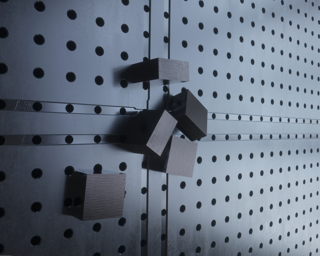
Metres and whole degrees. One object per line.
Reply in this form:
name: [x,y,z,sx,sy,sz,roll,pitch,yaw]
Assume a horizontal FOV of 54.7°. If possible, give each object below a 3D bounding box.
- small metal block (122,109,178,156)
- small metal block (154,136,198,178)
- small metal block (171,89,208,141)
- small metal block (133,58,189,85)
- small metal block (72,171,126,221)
small metal block: [-0.013,0.005,0.384,0.025,0.050,0.050,42,65,-33]
small metal block: [0.023,0.040,0.431,0.050,0.025,0.050,18,79,-39]
small metal block: [0.042,-0.017,0.434,0.050,0.025,0.050,43,39,-32]
small metal block: [0.002,-0.071,0.396,0.050,0.050,0.025,-3,92,-40]
small metal block: [-0.069,0.076,0.353,0.050,0.025,0.050,8,85,-40]
